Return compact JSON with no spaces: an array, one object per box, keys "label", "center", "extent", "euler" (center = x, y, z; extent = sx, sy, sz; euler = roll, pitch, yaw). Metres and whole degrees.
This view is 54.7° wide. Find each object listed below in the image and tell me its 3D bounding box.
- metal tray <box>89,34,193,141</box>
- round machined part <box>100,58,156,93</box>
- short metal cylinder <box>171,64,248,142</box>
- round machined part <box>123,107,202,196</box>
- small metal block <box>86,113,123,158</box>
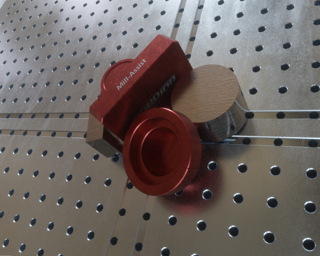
[{"label":"metal tray","center":[-0.014,-0.041,0.394],"extent":[0.130,0.090,0.030],"euler":[-48,51,-6]},{"label":"round machined part","center":[-0.047,-0.063,0.455],"extent":[0.098,0.042,0.098],"euler":[-13,56,21]},{"label":"short metal cylinder","center":[0.060,-0.029,0.373],"extent":[0.080,0.050,0.080],"euler":[-13,56,21]},{"label":"round machined part","center":[0.006,0.028,0.357],"extent":[0.098,0.042,0.097],"euler":[-7,79,38]},{"label":"small metal block","center":[-0.073,0.006,0.421],"extent":[0.025,0.050,0.050],"euler":[-14,56,20]}]
